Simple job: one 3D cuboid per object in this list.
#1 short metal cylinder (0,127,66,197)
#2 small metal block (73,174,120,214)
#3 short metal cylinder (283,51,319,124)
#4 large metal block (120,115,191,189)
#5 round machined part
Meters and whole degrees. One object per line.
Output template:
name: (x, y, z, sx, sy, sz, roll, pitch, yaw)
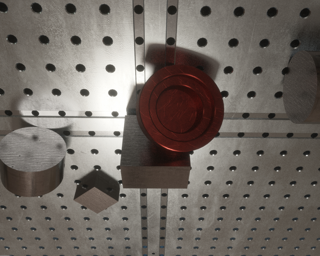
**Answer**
short metal cylinder: (-0.168, 0.044, 0.410, 0.081, 0.080, 0.050, 11, 129, -10)
small metal block: (-0.102, 0.108, 0.502, 0.050, 0.025, 0.050, -34, 123, 25)
short metal cylinder: (0.177, -0.044, 0.341, 0.050, 0.080, 0.079, 1, 130, -1)
large metal block: (-0.006, 0.030, 0.397, 0.081, 0.080, 0.050, 1, 139, -1)
round machined part: (0.021, -0.021, 0.360, 0.099, 0.098, 0.042, 14, 171, -12)
